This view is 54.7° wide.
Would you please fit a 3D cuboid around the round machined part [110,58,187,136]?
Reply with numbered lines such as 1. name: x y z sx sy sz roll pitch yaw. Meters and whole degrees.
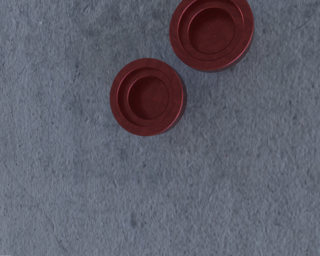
1. round machined part: -0.012 -0.038 0.403 0.098 0.042 0.097 0 90 19

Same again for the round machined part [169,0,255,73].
1. round machined part: 0.064 -0.116 0.377 0.098 0.042 0.097 0 90 19
